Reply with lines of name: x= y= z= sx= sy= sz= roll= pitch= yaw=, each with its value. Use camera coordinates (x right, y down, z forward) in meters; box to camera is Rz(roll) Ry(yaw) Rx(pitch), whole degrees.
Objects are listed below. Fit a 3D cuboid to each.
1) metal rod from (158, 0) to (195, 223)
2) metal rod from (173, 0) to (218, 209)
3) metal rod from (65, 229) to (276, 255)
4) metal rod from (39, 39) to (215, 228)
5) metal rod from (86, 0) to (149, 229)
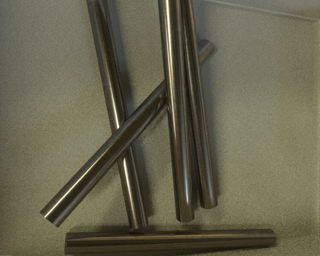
metal rod: x=0.022 y=-0.019 z=0.382 sx=0.025 sy=0.025 sz=0.298 roll=-12 pitch=108 yaw=-20
metal rod: x=0.045 y=-0.033 z=0.398 sx=0.025 sy=0.025 sz=0.298 roll=-16 pitch=107 yaw=-20
metal rod: x=0.029 y=0.153 z=0.422 sx=0.302 sy=0.025 sz=0.025 roll=6 pitch=88 yaw=-20
metal rod: x=-0.024 y=-0.010 z=0.378 sx=0.025 sy=0.025 sz=0.301 roll=47 pitch=66 yaw=-14
metal rod: x=-0.053 y=-0.021 z=0.391 sx=0.025 sy=0.025 sz=0.298 roll=-12 pitch=94 yaw=-20
